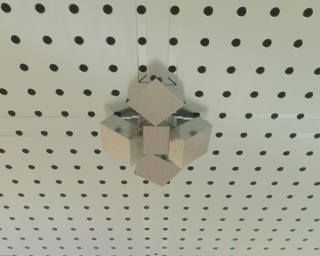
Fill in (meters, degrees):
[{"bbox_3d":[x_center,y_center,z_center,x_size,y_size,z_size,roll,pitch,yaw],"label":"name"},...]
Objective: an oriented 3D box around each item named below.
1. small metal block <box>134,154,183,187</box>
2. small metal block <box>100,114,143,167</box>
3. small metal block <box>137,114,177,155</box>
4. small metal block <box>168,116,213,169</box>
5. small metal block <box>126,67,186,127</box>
[{"bbox_3d":[-0.002,0.055,0.457,0.050,0.025,0.050,28,125,-20],"label":"small metal block"},{"bbox_3d":[-0.050,0.016,0.408,0.050,0.025,0.050,27,137,25],"label":"small metal block"},{"bbox_3d":[-0.004,0.009,0.418,0.050,0.025,0.050,1,129,-1],"label":"small metal block"},{"bbox_3d":[0.039,0.019,0.410,0.050,0.025,0.050,-27,139,-31],"label":"small metal block"},{"bbox_3d":[-0.005,-0.037,0.380,0.050,0.025,0.050,-37,121,26],"label":"small metal block"}]
